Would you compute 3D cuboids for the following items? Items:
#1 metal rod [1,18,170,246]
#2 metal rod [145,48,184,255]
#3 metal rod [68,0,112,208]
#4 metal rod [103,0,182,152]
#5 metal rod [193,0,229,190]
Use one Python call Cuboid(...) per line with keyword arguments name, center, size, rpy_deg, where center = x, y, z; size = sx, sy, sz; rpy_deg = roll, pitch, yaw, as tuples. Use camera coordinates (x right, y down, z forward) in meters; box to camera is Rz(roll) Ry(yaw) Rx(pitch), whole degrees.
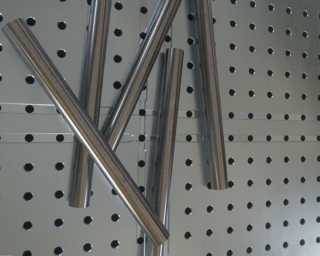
Cuboid(name="metal rod", center=(-0.077, 0.015, 0.357), size=(0.025, 0.025, 0.299), rpy_deg=(-36, 102, -17))
Cuboid(name="metal rod", center=(0.005, 0.043, 0.415), size=(0.025, 0.025, 0.298), rpy_deg=(6, 88, -20))
Cuboid(name="metal rod", center=(-0.083, -0.054, 0.382), size=(0.025, 0.025, 0.298), rpy_deg=(7, 88, -20))
Cuboid(name="metal rod", center=(-0.011, -0.108, 0.409), size=(0.025, 0.025, 0.299), rpy_deg=(26, 81, -19))
Cuboid(name="metal rod", center=(0.071, -0.062, 0.440), size=(0.025, 0.025, 0.298), rpy_deg=(-7, 92, -20))
